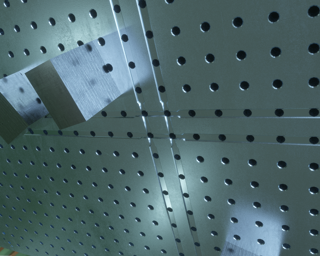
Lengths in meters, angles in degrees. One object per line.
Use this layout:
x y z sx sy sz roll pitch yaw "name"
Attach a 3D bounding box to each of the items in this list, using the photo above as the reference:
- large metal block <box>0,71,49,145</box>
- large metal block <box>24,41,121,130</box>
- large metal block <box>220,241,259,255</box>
-0.238 -0.031 0.502 0.080 0.050 0.080 -30 102 38 "large metal block"
-0.108 -0.056 0.399 0.050 0.080 0.080 -15 111 34 "large metal block"
0.118 0.228 0.454 0.080 0.080 0.050 20 126 16 "large metal block"
